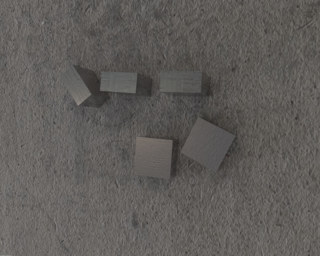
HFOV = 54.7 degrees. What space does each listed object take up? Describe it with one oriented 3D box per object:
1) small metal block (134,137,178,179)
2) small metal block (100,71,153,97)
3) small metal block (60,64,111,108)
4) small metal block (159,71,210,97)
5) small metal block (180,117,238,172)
[{"bbox_3d":[-0.005,0.038,0.411,0.050,0.025,0.050,5,92,20],"label":"small metal block"},{"bbox_3d":[-0.044,-0.058,0.411,0.050,0.050,0.025,6,92,20],"label":"small metal block"},{"bbox_3d":[-0.103,-0.057,0.432,0.025,0.050,0.050,-37,78,16],"label":"small metal block"},{"bbox_3d":[0.032,-0.054,0.384,0.050,0.050,0.025,4,92,20],"label":"small metal block"},{"bbox_3d":[0.062,0.020,0.387,0.050,0.025,0.050,29,99,17],"label":"small metal block"}]
